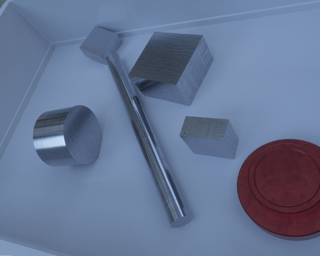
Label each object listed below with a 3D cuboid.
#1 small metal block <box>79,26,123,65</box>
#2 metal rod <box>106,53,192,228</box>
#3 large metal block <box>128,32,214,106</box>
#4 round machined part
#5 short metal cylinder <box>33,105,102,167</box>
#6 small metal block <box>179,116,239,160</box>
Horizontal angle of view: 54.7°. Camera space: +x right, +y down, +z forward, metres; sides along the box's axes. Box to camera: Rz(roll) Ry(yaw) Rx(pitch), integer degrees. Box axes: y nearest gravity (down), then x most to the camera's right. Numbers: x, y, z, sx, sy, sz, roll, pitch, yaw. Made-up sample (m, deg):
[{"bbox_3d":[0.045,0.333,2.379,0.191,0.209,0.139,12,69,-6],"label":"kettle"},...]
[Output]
[{"bbox_3d":[-0.103,-0.144,0.539,0.050,0.025,0.050,26,76,23],"label":"small metal block"},{"bbox_3d":[-0.027,-0.007,0.422,0.025,0.025,0.300,-31,52,8],"label":"metal rod"},{"bbox_3d":[0.016,-0.084,0.432,0.080,0.050,0.080,16,70,34],"label":"large metal block"},{"bbox_3d":[0.123,0.054,0.297,0.098,0.042,0.098,-13,56,20],"label":"round machined part"},{"bbox_3d":[-0.125,0.012,0.427,0.050,0.080,0.080,-8,58,24],"label":"short metal cylinder"},{"bbox_3d":[0.057,0.011,0.352,0.050,0.050,0.025,6,65,30],"label":"small metal block"}]
